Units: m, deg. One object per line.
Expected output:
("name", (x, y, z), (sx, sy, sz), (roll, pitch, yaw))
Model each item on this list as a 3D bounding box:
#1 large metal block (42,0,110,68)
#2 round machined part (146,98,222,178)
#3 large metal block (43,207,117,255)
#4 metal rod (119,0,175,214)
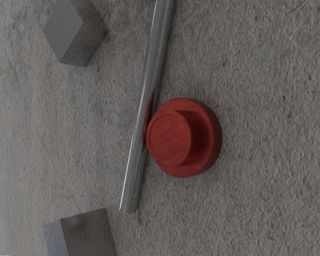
("large metal block", (-0.138, -0.158, 0.503), (0.080, 0.050, 0.080), (-47, 62, 30))
("round machined part", (0.022, 0.012, 0.376), (0.098, 0.042, 0.097), (0, 90, 40))
("large metal block", (-0.119, 0.173, 0.468), (0.050, 0.081, 0.080), (-29, 72, 36))
("metal rod", (-0.019, -0.028, 0.420), (0.025, 0.025, 0.298), (18, 101, 38))
